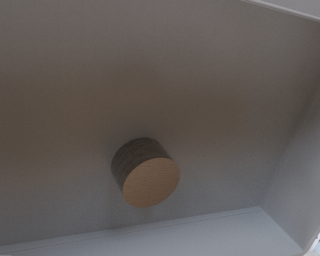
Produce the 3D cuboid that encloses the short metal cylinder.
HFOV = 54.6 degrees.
[{"bbox_3d":[-0.020,0.060,0.418,0.081,0.050,0.080,-14,124,-21],"label":"short metal cylinder"}]
